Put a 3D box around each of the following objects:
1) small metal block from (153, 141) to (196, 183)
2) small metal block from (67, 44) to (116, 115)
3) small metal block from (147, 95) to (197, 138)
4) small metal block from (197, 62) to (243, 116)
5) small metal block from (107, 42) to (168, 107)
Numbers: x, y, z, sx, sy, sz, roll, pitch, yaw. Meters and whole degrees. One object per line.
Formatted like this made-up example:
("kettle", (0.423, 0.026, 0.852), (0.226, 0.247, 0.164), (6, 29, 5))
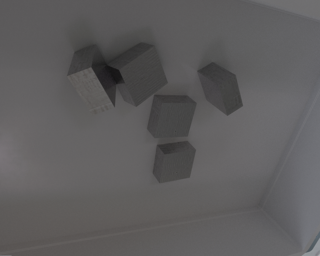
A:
("small metal block", (0.020, 0.049, 0.450), (0.050, 0.025, 0.050), (-6, 121, -26))
("small metal block", (-0.068, -0.050, 0.320), (0.025, 0.050, 0.050), (-18, 129, 9))
("small metal block", (0.015, -0.015, 0.407), (0.050, 0.025, 0.050), (-2, 119, -28))
("small metal block", (0.078, -0.051, 0.403), (0.025, 0.050, 0.050), (-32, 129, -8))
("small metal block", (-0.024, -0.061, 0.350), (0.050, 0.025, 0.050), (-40, 131, -21))
